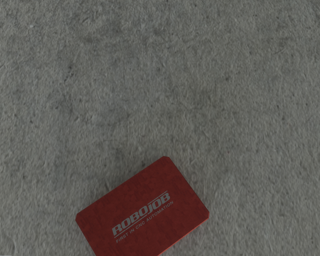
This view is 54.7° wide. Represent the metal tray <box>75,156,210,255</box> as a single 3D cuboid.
[{"bbox_3d":[-0.020,0.105,0.367,0.131,0.030,0.090,-33,74,-12],"label":"metal tray"}]
